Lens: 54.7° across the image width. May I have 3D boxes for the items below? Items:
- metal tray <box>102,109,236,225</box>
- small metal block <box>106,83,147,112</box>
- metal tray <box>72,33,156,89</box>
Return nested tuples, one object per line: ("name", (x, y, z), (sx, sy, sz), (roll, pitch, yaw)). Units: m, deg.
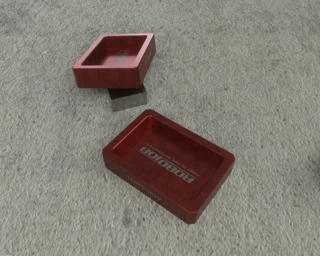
("metal tray", (0.009, 0.039, 0.366), (0.130, 0.030, 0.090), (30, 56, 22))
("small metal block", (-0.050, -0.054, 0.449), (0.050, 0.025, 0.050), (-15, 52, -12))
("metal tray", (-0.062, -0.103, 0.460), (0.090, 0.030, 0.130), (2, 36, 10))
